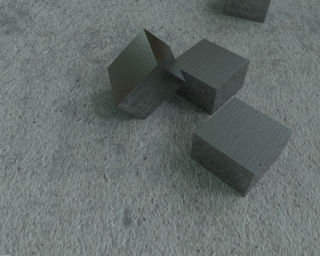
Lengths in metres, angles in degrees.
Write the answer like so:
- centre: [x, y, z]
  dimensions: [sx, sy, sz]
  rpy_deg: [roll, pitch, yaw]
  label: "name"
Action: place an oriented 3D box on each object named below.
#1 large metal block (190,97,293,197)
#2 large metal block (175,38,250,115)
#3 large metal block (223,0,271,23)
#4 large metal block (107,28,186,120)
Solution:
- centre: [0.095, 0.020, 0.371]
  dimensions: [0.080, 0.050, 0.080]
  rpy_deg: [36, 59, 26]
  label: "large metal block"
- centre: [0.070, -0.077, 0.452]
  dimensions: [0.080, 0.050, 0.080]
  rpy_deg: [35, 58, 25]
  label: "large metal block"
- centre: [0.175, -0.256, 0.603]
  dimensions: [0.080, 0.050, 0.080]
  rpy_deg: [17, 52, 14]
  label: "large metal block"
- centre: [-0.022, -0.072, 0.420]
  dimensions: [0.050, 0.080, 0.080]
  rpy_deg: [24, 35, -40]
  label: "large metal block"
